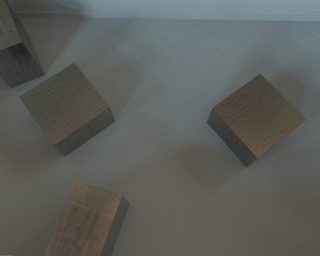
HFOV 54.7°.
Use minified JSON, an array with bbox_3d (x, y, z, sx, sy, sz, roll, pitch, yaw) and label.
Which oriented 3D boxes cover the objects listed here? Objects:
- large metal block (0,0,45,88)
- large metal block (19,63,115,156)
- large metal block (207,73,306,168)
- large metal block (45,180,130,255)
[{"bbox_3d":[-0.207,-0.114,0.421,0.050,0.080,0.080,-25,72,-9],"label":"large metal block"},{"bbox_3d":[-0.118,-0.024,0.404,0.080,0.050,0.080,-36,74,-12],"label":"large metal block"},{"bbox_3d":[0.121,-0.009,0.400,0.080,0.050,0.080,-36,74,-12],"label":"large metal block"},{"bbox_3d":[-0.074,0.110,0.340,0.050,0.080,0.080,17,71,6],"label":"large metal block"}]
